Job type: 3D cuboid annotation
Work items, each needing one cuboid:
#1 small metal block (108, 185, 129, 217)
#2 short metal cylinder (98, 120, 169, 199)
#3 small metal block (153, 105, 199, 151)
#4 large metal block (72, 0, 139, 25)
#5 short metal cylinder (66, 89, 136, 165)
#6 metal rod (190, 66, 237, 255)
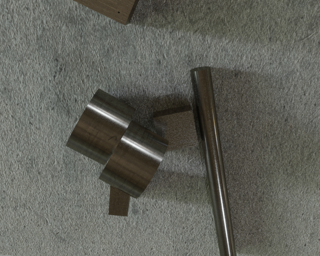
[{"bbox_3d":[-0.053,0.085,0.427,0.025,0.050,0.050,6,110,-2],"label":"small metal block"},{"bbox_3d":[-0.032,0.037,0.373,0.050,0.080,0.080,30,107,-5],"label":"short metal cylinder"},{"bbox_3d":[0.021,0.001,0.410,0.050,0.025,0.050,-11,110,3],"label":"small metal block"},{"bbox_3d":[-0.057,-0.167,0.334,0.080,0.050,0.080,24,108,-9],"label":"large metal block"},{"bbox_3d":[-0.072,-0.001,0.379,0.050,0.080,0.080,30,107,-10],"label":"short metal cylinder"},{"bbox_3d":[0.078,0.064,0.434,0.025,0.025,0.298,-11,110,4],"label":"metal rod"}]
